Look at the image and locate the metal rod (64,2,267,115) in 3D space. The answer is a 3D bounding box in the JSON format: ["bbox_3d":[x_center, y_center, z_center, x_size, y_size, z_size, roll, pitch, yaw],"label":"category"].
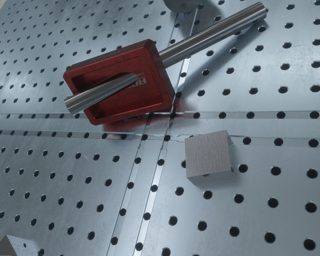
[{"bbox_3d":[0.009,-0.097,0.431,0.301,0.025,0.025,-27,52,-2],"label":"metal rod"}]

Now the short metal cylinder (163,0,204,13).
[{"bbox_3d":[0.034,-0.235,0.499,0.080,0.080,0.050,-31,52,8],"label":"short metal cylinder"}]

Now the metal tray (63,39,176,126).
[{"bbox_3d":[-0.055,-0.059,0.428,0.130,0.090,0.030,-13,31,21],"label":"metal tray"}]

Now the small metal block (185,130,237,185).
[{"bbox_3d":[0.058,0.034,0.357,0.050,0.025,0.050,-13,56,21],"label":"small metal block"}]

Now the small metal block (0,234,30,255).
[{"bbox_3d":[-0.200,0.178,0.404,0.050,0.025,0.050,34,81,38],"label":"small metal block"}]
